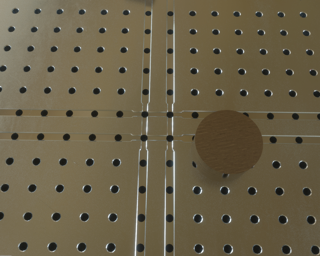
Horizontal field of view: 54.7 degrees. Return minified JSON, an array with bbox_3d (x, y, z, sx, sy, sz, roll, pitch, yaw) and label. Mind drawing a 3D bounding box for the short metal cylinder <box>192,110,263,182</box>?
[{"bbox_3d":[0.082,0.024,0.390,0.081,0.050,0.080,0,70,0],"label":"short metal cylinder"}]
